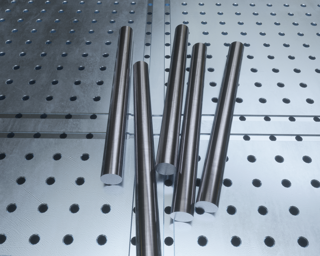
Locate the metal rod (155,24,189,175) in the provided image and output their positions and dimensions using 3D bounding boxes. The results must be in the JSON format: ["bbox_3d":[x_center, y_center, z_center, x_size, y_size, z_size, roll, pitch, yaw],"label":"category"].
[{"bbox_3d":[0.023,-0.064,0.455,0.025,0.025,0.300,5,48,4],"label":"metal rod"}]

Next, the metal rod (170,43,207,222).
[{"bbox_3d":[0.045,-0.019,0.424,0.025,0.025,0.300,7,50,5],"label":"metal rod"}]

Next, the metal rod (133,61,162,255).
[{"bbox_3d":[-0.020,0.019,0.391,0.025,0.025,0.300,-3,50,-3],"label":"metal rod"}]

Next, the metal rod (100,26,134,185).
[{"bbox_3d":[-0.058,-0.056,0.453,0.025,0.025,0.300,0,50,-1],"label":"metal rod"}]

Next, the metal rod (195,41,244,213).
[{"bbox_3d":[0.090,-0.025,0.429,0.025,0.025,0.300,12,51,9],"label":"metal rod"}]
